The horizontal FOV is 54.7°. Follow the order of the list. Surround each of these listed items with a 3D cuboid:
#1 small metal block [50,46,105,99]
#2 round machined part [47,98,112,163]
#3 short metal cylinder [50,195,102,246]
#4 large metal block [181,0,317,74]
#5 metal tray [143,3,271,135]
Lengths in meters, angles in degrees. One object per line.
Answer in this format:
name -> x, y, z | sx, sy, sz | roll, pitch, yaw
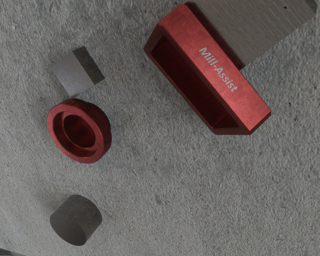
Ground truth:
small metal block -> -0.111, -0.075, 0.419 | 0.050, 0.025, 0.050 | -22, 107, 36
round machined part -> -0.112, 0.000, 0.455 | 0.098, 0.042, 0.097 | 13, 124, 21
short metal cylinder -> -0.157, 0.172, 0.580 | 0.080, 0.050, 0.079 | 13, 124, 21
large metal block -> 0.080, -0.111, 0.280 | 0.080, 0.050, 0.080 | 49, 129, -6
metal tray -> 0.042, -0.051, 0.316 | 0.130, 0.030, 0.090 | 49, 170, -7
